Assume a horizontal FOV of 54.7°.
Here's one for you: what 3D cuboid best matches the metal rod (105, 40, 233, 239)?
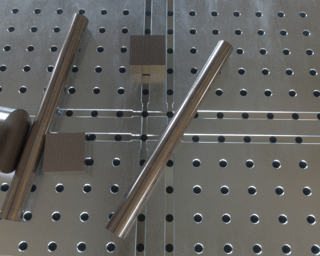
[{"bbox_3d":[0.021,0.002,0.410,0.025,0.025,0.300,29,72,10],"label":"metal rod"}]

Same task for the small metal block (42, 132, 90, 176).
[{"bbox_3d":[-0.119,0.034,0.398,0.050,0.025,0.050,-2,70,-1],"label":"small metal block"}]

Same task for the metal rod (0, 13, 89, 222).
[{"bbox_3d":[-0.150,-0.028,0.420,0.025,0.025,0.299,11,70,4],"label":"metal rod"}]

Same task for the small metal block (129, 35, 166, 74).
[{"bbox_3d":[-0.018,-0.106,0.450,0.050,0.025,0.050,0,70,0],"label":"small metal block"}]

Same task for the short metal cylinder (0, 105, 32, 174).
[{"bbox_3d":[-0.200,0.012,0.377,0.050,0.080,0.080,10,70,3],"label":"short metal cylinder"}]
